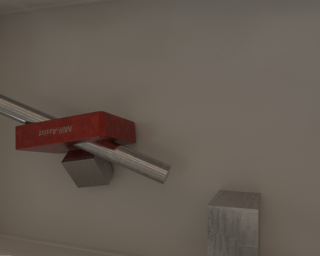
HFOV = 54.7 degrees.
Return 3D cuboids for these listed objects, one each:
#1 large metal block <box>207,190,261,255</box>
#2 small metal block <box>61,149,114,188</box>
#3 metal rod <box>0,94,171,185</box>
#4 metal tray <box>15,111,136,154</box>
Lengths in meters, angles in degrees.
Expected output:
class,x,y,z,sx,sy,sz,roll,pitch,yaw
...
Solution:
class,x,y,z,sx,sy,sz,roll,pitch,yaw
large metal block,0.086,0.120,0.351,0.050,0.080,0.079,0,90,20
small metal block,-0.099,0.055,0.431,0.050,0.025,0.050,-9,124,19
metal rod,-0.129,0.002,0.401,0.301,0.025,0.025,22,97,10
metal tray,-0.109,0.010,0.411,0.130,0.090,0.030,-9,79,19
